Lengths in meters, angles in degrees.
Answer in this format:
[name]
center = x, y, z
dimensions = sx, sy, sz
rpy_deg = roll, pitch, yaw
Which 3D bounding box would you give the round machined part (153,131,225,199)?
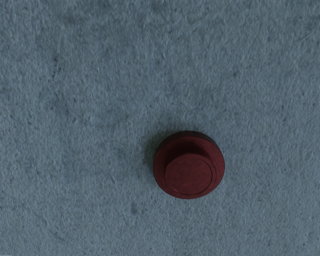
[round machined part]
center = 0.040, 0.056, 0.422
dimensions = 0.099, 0.042, 0.097
rpy_deg = 0, 110, -1
